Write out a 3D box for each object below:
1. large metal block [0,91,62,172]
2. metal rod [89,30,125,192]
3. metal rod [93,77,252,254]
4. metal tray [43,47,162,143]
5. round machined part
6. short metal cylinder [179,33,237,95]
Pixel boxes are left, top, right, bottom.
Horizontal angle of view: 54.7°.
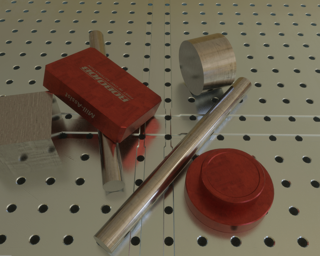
[{"bbox_3d":[-0.170,0.003,0.387,0.081,0.050,0.080,-8,51,-7],"label":"large metal block"},{"bbox_3d":[-0.082,-0.047,0.445,0.025,0.025,0.300,-9,51,-8],"label":"metal rod"},{"bbox_3d":[0.034,0.025,0.386,0.025,0.025,0.301,31,56,23],"label":"metal rod"},{"bbox_3d":[-0.074,-0.048,0.409,0.130,0.030,0.090,37,43,10],"label":"metal tray"},{"bbox_3d":[0.078,0.061,0.346,0.099,0.042,0.098,0,50,0],"label":"round machined part"},{"bbox_3d":[0.067,-0.092,0.451,0.050,0.080,0.080,-17,52,-15],"label":"short metal cylinder"}]
